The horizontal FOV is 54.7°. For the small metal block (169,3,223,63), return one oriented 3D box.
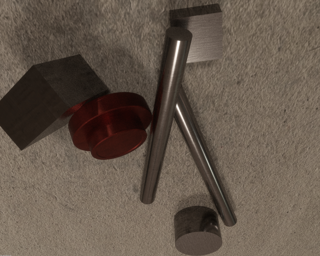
[{"bbox_3d":[0.038,-0.098,0.325,0.050,0.025,0.050,-7,130,5],"label":"small metal block"}]

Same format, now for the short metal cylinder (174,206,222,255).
[{"bbox_3d":[0.066,0.182,0.547,0.081,0.050,0.079,0,130,0],"label":"short metal cylinder"}]

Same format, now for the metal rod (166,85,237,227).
[{"bbox_3d":[0.069,0.058,0.457,0.025,0.025,0.299,-17,129,13],"label":"metal rod"}]

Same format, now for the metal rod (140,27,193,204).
[{"bbox_3d":[-0.001,0.013,0.395,0.025,0.025,0.298,5,137,-5],"label":"metal rod"}]

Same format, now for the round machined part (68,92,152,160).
[{"bbox_3d":[-0.054,0.004,0.369,0.099,0.042,0.098,-21,156,-10],"label":"round machined part"}]

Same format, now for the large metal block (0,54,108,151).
[{"bbox_3d":[-0.117,-0.030,0.335,0.080,0.080,0.050,-35,96,26],"label":"large metal block"}]
